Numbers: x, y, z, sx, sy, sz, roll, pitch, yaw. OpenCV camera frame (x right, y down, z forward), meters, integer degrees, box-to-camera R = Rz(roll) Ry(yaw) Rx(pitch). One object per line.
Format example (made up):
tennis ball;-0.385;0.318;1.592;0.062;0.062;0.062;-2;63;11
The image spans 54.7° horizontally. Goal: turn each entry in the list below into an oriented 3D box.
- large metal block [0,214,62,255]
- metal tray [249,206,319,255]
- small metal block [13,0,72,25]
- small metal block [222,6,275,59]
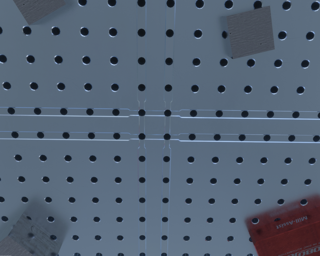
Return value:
large metal block;-0.213;0.192;0.468;0.080;0.050;0.080;-39;106;13
metal tray;0.216;0.181;0.481;0.130;0.030;0.090;-22;109;7
small metal block;-0.139;-0.153;0.355;0.050;0.025;0.050;-26;108;9
small metal block;0.106;-0.115;0.373;0.050;0.025;0.050;-13;110;4
